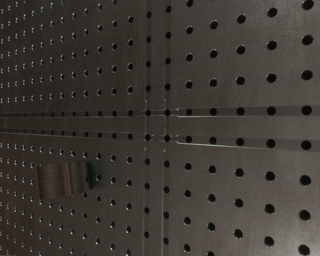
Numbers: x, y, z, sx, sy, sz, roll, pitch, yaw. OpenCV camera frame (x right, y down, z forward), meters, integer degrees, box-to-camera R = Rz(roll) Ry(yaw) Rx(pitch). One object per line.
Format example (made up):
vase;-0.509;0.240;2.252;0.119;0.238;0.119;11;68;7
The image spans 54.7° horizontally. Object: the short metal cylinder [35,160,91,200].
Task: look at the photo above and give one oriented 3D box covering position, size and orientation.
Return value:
short metal cylinder;-0.155;0.083;0.499;0.080;0.081;0.050;-14;81;39
